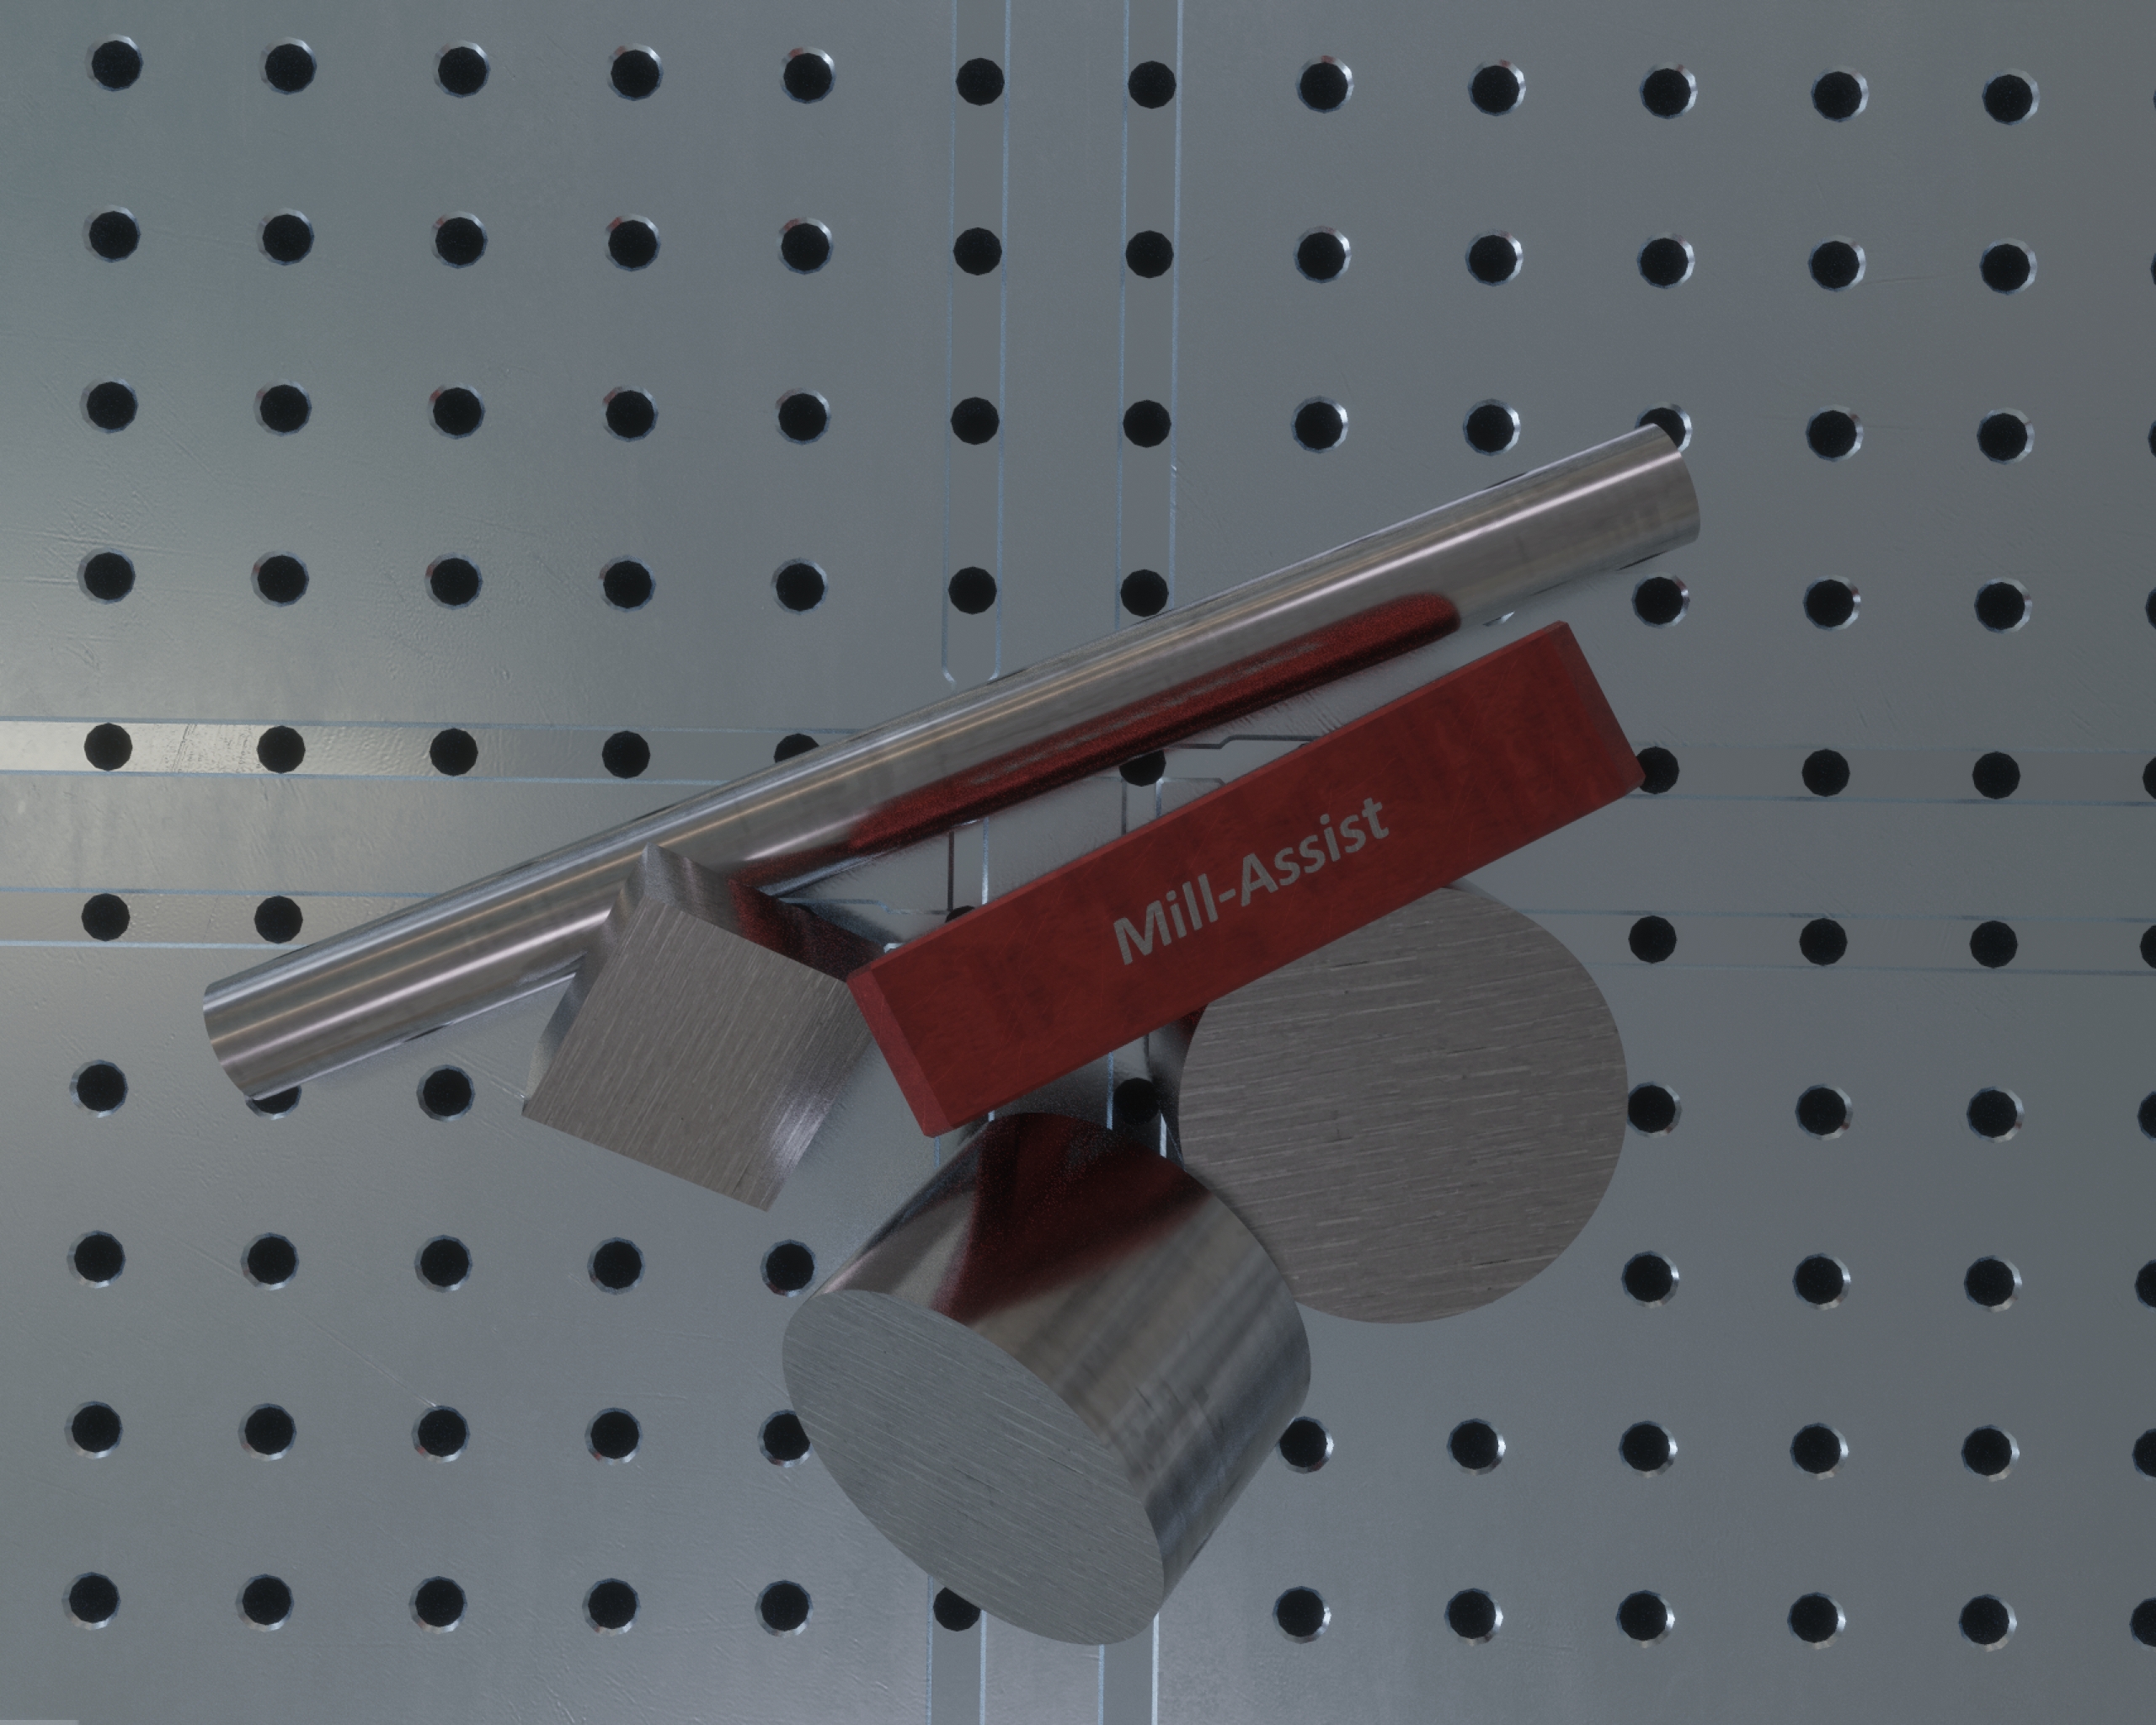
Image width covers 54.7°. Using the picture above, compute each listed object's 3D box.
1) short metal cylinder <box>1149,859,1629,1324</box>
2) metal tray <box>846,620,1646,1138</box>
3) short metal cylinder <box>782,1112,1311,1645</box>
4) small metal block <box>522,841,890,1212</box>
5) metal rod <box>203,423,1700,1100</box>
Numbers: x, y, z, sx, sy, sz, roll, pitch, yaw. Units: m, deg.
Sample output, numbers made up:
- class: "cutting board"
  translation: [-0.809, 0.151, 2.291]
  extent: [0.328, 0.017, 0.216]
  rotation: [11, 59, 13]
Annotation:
- class: "short metal cylinder"
  translation: [0.056, 0.040, 0.393]
  extent: [0.081, 0.050, 0.079]
  rotation: [-1, 99, -4]
- class: "metal tray"
  translation: [0.027, 0.002, 0.377]
  extent: [0.131, 0.090, 0.030]
  rotation: [-26, 90, 0]
- class: "short metal cylinder"
  translation: [-0.006, 0.092, 0.375]
  extent: [0.080, 0.080, 0.050]
  rotation: [47, 49, 0]
- class: "small metal block"
  translation: [-0.070, 0.032, 0.396]
  extent: [0.050, 0.025, 0.050]
  rotation: [26, 106, -19]
- class: "metal rod"
  translation: [-0.024, -0.020, 0.409]
  extent: [0.301, 0.025, 0.025]
  rotation: [-21, 90, 0]
